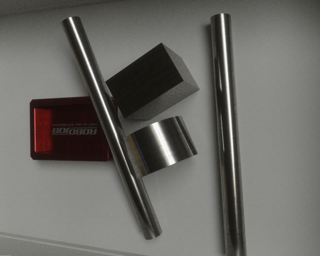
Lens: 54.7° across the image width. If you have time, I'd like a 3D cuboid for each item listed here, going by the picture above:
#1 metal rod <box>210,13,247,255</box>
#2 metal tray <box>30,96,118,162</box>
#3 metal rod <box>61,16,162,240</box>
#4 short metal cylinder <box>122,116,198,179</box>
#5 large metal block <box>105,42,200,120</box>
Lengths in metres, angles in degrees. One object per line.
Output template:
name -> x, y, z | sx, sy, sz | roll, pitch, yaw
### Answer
metal rod -> 0.084, 0.012, 0.380 | 0.025, 0.025, 0.298 | -4, 89, 19
metal tray -> -0.126, 0.001, 0.450 | 0.130, 0.030, 0.089 | -1, 90, 19
metal rod -> -0.061, 0.003, 0.403 | 0.025, 0.025, 0.298 | -19, 94, 19
short metal cylinder -> 0.000, 0.024, 0.381 | 0.080, 0.080, 0.050 | -25, 82, 18
large metal block -> -0.006, -0.052, 0.383 | 0.080, 0.080, 0.050 | -31, 80, 17
